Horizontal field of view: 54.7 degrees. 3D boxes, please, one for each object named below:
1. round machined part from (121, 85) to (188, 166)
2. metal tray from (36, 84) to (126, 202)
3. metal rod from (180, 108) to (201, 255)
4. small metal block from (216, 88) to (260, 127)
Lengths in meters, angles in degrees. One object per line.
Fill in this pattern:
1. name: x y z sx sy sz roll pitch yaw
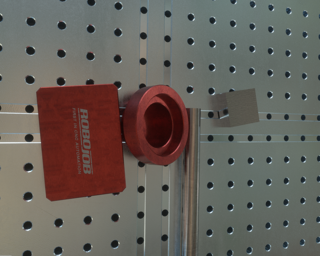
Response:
1. round machined part: -0.010 -0.003 0.387 0.099 0.042 0.097 3 87 -49
2. metal tray: -0.092 0.015 0.371 0.091 0.030 0.129 -5 92 -14
3. metal rod: 0.041 0.122 0.429 0.025 0.025 0.298 1 90 -20
4. small metal block: 0.115 -0.030 0.457 0.050 0.025 0.050 -10 94 -20
